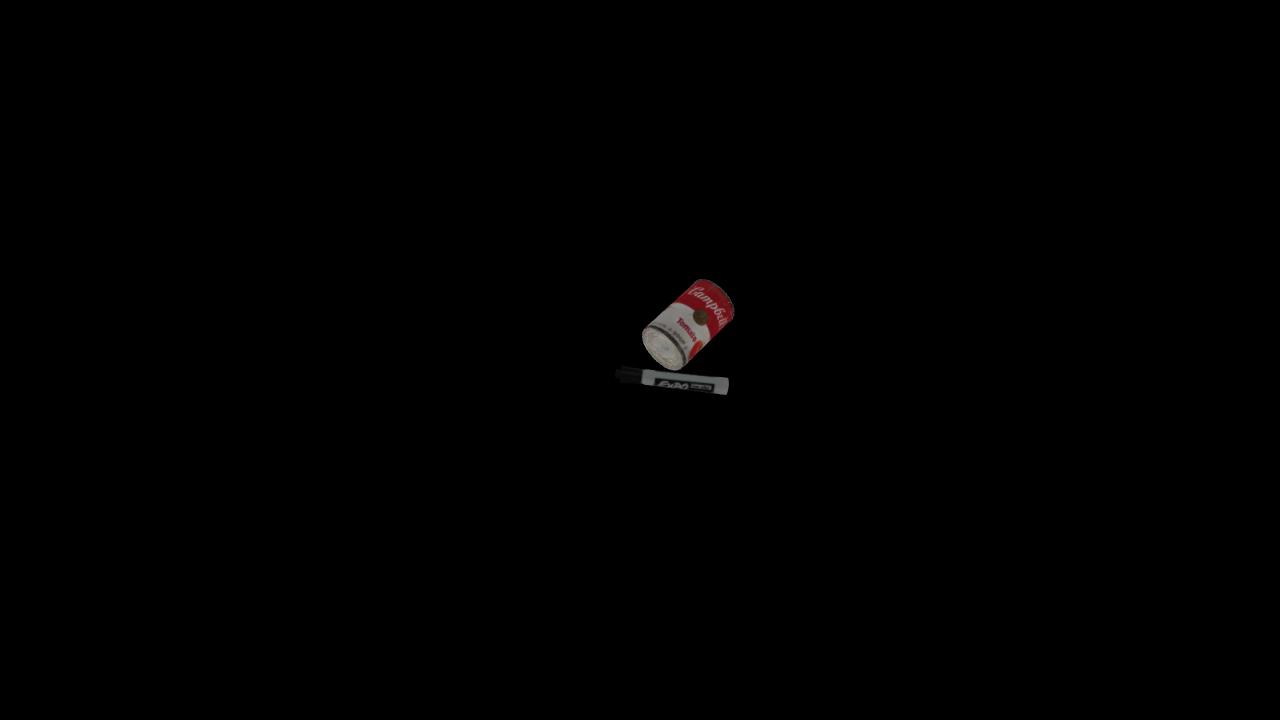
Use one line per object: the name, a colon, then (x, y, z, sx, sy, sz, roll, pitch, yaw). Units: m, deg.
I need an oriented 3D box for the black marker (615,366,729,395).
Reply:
black marker: (0.034, 0.021, 0.658, 0.121, 0.020, 0.020, 7, 0, -2)

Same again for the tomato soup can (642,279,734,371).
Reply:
tomato soup can: (0.058, -0.043, 0.754, 0.101, 0.068, 0.068, -43, 21, -24)
